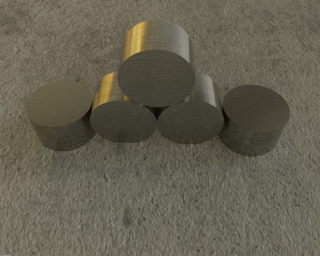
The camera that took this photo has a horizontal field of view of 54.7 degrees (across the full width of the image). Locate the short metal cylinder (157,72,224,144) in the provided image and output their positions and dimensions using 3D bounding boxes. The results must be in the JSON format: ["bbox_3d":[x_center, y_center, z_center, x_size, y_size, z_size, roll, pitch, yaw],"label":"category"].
[{"bbox_3d":[0.037,-0.023,0.389,0.080,0.080,0.050,0,49,0],"label":"short metal cylinder"}]

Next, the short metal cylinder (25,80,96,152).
[{"bbox_3d":[-0.124,-0.016,0.401,0.081,0.050,0.080,0,50,0],"label":"short metal cylinder"}]

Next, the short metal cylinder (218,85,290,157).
[{"bbox_3d":[0.117,-0.010,0.397,0.081,0.050,0.080,0,50,0],"label":"short metal cylinder"}]

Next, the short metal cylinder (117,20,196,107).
[{"bbox_3d":[-0.003,-0.068,0.336,0.080,0.080,0.050,1,51,0],"label":"short metal cylinder"}]

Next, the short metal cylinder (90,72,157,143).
[{"bbox_3d":[-0.044,-0.024,0.389,0.080,0.080,0.050,0,50,0],"label":"short metal cylinder"}]
